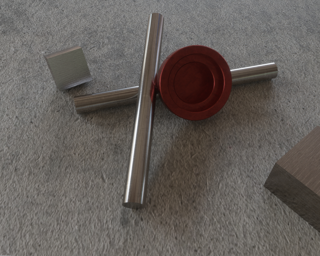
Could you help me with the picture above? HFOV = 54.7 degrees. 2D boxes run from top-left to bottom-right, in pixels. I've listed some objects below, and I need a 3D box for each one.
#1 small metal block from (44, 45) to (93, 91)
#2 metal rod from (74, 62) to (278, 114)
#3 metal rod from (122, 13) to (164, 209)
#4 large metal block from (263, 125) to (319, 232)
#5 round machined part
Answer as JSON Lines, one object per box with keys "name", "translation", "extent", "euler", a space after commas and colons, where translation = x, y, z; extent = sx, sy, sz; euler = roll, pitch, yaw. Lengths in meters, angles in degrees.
{"name": "small metal block", "translation": [-0.134, -0.088, 0.456], "extent": [0.050, 0.050, 0.025], "euler": [-25, 31, -20]}
{"name": "metal rod", "translation": [0.030, -0.060, 0.454], "extent": [0.302, 0.025, 0.025], "euler": [-11, 51, -10]}
{"name": "metal rod", "translation": [-0.017, -0.044, 0.411], "extent": [0.025, 0.025, 0.300], "euler": [4, 59, 2]}
{"name": "large metal block", "translation": [0.178, 0.056, 0.342], "extent": [0.080, 0.050, 0.080], "euler": [-33, 58, -25]}
{"name": "round machined part", "translation": [0.043, -0.061, 0.421], "extent": [0.099, 0.097, 0.042], "euler": [-11, 12, -10]}
